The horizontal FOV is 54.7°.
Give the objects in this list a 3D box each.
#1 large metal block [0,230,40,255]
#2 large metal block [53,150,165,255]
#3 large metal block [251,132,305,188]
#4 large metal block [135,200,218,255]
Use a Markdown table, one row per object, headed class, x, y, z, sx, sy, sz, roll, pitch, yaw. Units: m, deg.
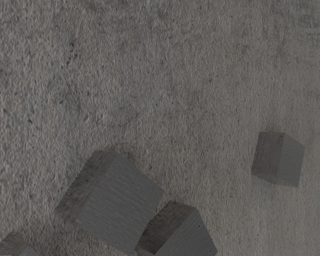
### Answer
| class | x | y | z | sx | sy | sz | roll | pitch | yaw |
| --- | --- | --- | --- | --- | --- | --- | --- | --- | --- |
| large metal block | -0.131 | 0.156 | 0.279 | 0.080 | 0.050 | 0.080 | -48 | 118 | -29 |
| large metal block | -0.053 | 0.081 | 0.344 | 0.080 | 0.050 | 0.080 | 45 | 63 | -31 |
| large metal block | 0.219 | 0.059 | 0.572 | 0.080 | 0.050 | 0.080 | 26 | 74 | -37 |
| large metal block | 0.020 | 0.156 | 0.406 | 0.080 | 0.050 | 0.080 | -39 | 114 | -33 |
